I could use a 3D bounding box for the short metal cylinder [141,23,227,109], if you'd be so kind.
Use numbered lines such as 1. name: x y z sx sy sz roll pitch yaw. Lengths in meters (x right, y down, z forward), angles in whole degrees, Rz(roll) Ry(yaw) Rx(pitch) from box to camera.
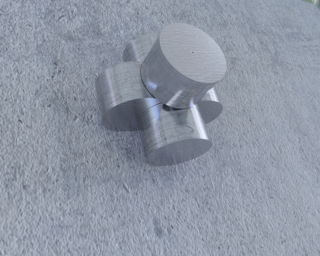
1. short metal cylinder: 0.025 -0.068 0.343 0.081 0.050 0.080 14 56 -21

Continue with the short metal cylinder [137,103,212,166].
1. short metal cylinder: 0.017 0.008 0.376 0.081 0.080 0.050 0 62 -29

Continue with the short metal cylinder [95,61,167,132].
1. short metal cylinder: -0.034 -0.036 0.375 0.081 0.080 0.050 -1 63 -29

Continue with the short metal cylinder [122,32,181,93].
1. short metal cylinder: -0.006 -0.082 0.418 0.081 0.080 0.050 -2 63 -30

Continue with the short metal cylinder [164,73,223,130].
1. short metal cylinder: 0.037 -0.036 0.414 0.081 0.080 0.050 0 62 -29
